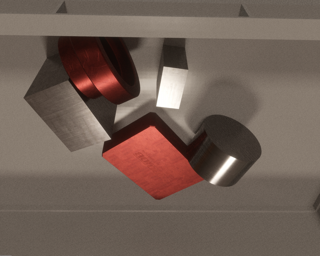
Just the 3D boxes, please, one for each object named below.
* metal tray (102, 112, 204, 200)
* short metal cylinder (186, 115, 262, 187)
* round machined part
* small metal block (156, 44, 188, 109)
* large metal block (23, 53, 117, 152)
[{"bbox_3d":[-0.006,0.045,0.445,0.090,0.030,0.130,-30,125,22],"label":"metal tray"},{"bbox_3d":[0.081,0.028,0.398,0.081,0.080,0.050,18,128,-15],"label":"short metal cylinder"},{"bbox_3d":[-0.061,-0.067,0.302,0.042,0.098,0.098,-23,127,13],"label":"round machined part"},{"bbox_3d":[0.012,-0.057,0.344,0.025,0.050,0.050,7,130,-6],"label":"small metal block"},{"bbox_3d":[-0.091,-0.034,0.343,0.050,0.080,0.080,-18,128,15],"label":"large metal block"}]
